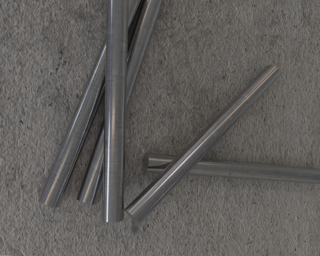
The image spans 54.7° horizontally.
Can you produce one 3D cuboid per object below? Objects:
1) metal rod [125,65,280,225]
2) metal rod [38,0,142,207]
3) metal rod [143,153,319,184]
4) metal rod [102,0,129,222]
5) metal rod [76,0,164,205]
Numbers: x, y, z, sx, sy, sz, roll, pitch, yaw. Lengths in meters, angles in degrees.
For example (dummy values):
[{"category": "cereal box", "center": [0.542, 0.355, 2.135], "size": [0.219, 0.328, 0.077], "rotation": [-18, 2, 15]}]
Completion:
[{"category": "metal rod", "center": [0.070, 0.009, 0.415], "size": [0.301, 0.025, 0.025], "rotation": [-43, 104, -23]}, {"category": "metal rod", "center": [-0.078, -0.051, 0.379], "size": [0.025, 0.025, 0.299], "rotation": [23, 82, -19]}, {"category": "metal rod", "center": [0.122, 0.062, 0.453], "size": [0.302, 0.025, 0.025], "rotation": [7, 88, -20]}, {"category": "metal rod", "center": [-0.052, -0.043, 0.361], "size": [0.025, 0.025, 0.298], "rotation": [1, 90, -20]}, {"category": "metal rod", "center": [-0.044, -0.053, 0.392], "size": [0.025, 0.025, 0.299], "rotation": [20, 83, -19]}]
